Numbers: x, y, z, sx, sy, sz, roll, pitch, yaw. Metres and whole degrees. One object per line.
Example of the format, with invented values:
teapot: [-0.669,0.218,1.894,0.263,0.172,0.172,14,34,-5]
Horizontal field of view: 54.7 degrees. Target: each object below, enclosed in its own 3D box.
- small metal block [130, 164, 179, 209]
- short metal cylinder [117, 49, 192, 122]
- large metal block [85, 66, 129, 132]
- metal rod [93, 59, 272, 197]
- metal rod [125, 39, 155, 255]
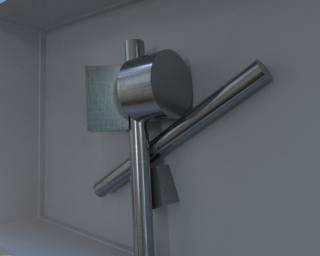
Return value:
small metal block: [-0.008,0.080,0.410,0.050,0.025,0.050,-27,74,36]
short metal cylinder: [-0.004,-0.048,0.370,0.050,0.081,0.080,-5,87,38]
large metal block: [-0.072,-0.036,0.420,0.080,0.050,0.080,165,102,-80]
metal rod: [0.007,0.018,0.396,0.299,0.025,0.025,-38,67,33]
metal rod: [-0.025,0.038,0.390,0.025,0.025,0.298,-6,85,39]
